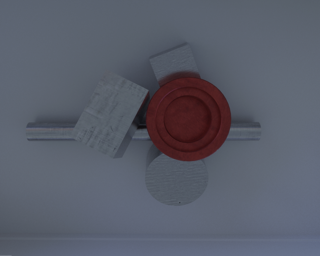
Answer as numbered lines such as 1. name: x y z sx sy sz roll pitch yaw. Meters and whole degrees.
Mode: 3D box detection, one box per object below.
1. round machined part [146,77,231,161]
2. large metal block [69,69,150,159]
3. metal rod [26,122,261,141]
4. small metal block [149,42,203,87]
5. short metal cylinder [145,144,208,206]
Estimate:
1. round machined part: 0.033 -0.011 0.377 0.099 0.042 0.097 0 93 0
2. large metal block: -0.052 -0.012 0.360 0.050 0.080 0.080 27 85 2
3. metal rod: -0.020 0.005 0.410 0.302 0.025 0.025 0 110 -1
4. small metal block: 0.019 -0.072 0.384 0.050 0.025 0.050 -20 109 6
5. short metal cylinder: 0.021 0.056 0.417 0.081 0.050 0.079 0 110 -1
